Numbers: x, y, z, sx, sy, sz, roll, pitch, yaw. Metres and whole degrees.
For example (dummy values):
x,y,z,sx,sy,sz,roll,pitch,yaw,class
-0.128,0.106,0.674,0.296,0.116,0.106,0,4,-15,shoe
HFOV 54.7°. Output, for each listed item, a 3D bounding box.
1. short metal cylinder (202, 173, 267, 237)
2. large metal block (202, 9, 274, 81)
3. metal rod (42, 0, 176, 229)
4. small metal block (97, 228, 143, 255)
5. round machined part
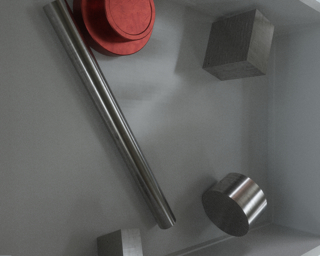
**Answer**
x,y,z,sx,sy,sz,roll,pitch,yaw,class
0.112,0.115,0.467,0.050,0.080,0.080,-33,111,-36,short metal cylinder
0.119,-0.123,0.473,0.050,0.080,0.080,22,76,-38,large metal block
-0.049,0.000,0.366,0.025,0.025,0.299,-39,114,-33,metal rod
-0.045,0.143,0.344,0.025,0.050,0.050,13,56,-40,small metal block
-0.044,-0.133,0.354,0.099,0.042,0.097,-6,100,-40,round machined part
